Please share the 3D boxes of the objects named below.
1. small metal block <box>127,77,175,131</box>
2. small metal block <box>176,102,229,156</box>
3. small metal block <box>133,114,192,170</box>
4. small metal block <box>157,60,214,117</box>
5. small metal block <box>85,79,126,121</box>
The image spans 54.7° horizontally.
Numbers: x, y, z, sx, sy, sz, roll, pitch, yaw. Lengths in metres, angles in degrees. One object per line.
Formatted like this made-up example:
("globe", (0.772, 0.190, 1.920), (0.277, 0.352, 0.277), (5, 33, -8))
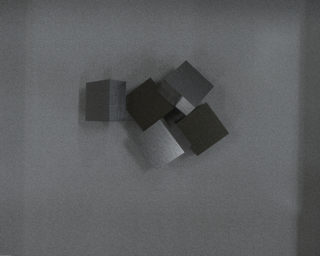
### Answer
("small metal block", (-0.017, -0.030, 0.409), (0.050, 0.025, 0.050), (-38, 91, 0))
("small metal block", (0.054, 0.001, 0.410), (0.050, 0.025, 0.050), (-36, 90, 0))
("small metal block", (0.003, 0.018, 0.398), (0.050, 0.025, 0.050), (-36, 90, 31))
("small metal block", (0.033, -0.051, 0.399), (0.050, 0.025, 0.050), (43, 55, -1))
("small metal block", (-0.070, -0.034, 0.395), (0.050, 0.025, 0.050), (0, 90, 43))
